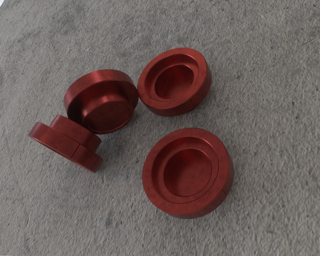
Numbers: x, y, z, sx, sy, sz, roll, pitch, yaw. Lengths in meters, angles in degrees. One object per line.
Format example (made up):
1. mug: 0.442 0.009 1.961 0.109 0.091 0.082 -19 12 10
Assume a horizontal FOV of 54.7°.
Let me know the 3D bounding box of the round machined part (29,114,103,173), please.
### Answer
1. round machined part: -0.117 0.018 0.408 0.098 0.098 0.042 19 72 35

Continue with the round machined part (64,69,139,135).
1. round machined part: -0.074 -0.028 0.414 0.098 0.098 0.042 -32 59 8

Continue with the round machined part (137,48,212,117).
1. round machined part: 0.022 -0.056 0.416 0.098 0.042 0.098 -13 56 21

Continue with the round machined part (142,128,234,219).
1. round machined part: 0.033 0.052 0.343 0.098 0.042 0.098 -13 56 21
